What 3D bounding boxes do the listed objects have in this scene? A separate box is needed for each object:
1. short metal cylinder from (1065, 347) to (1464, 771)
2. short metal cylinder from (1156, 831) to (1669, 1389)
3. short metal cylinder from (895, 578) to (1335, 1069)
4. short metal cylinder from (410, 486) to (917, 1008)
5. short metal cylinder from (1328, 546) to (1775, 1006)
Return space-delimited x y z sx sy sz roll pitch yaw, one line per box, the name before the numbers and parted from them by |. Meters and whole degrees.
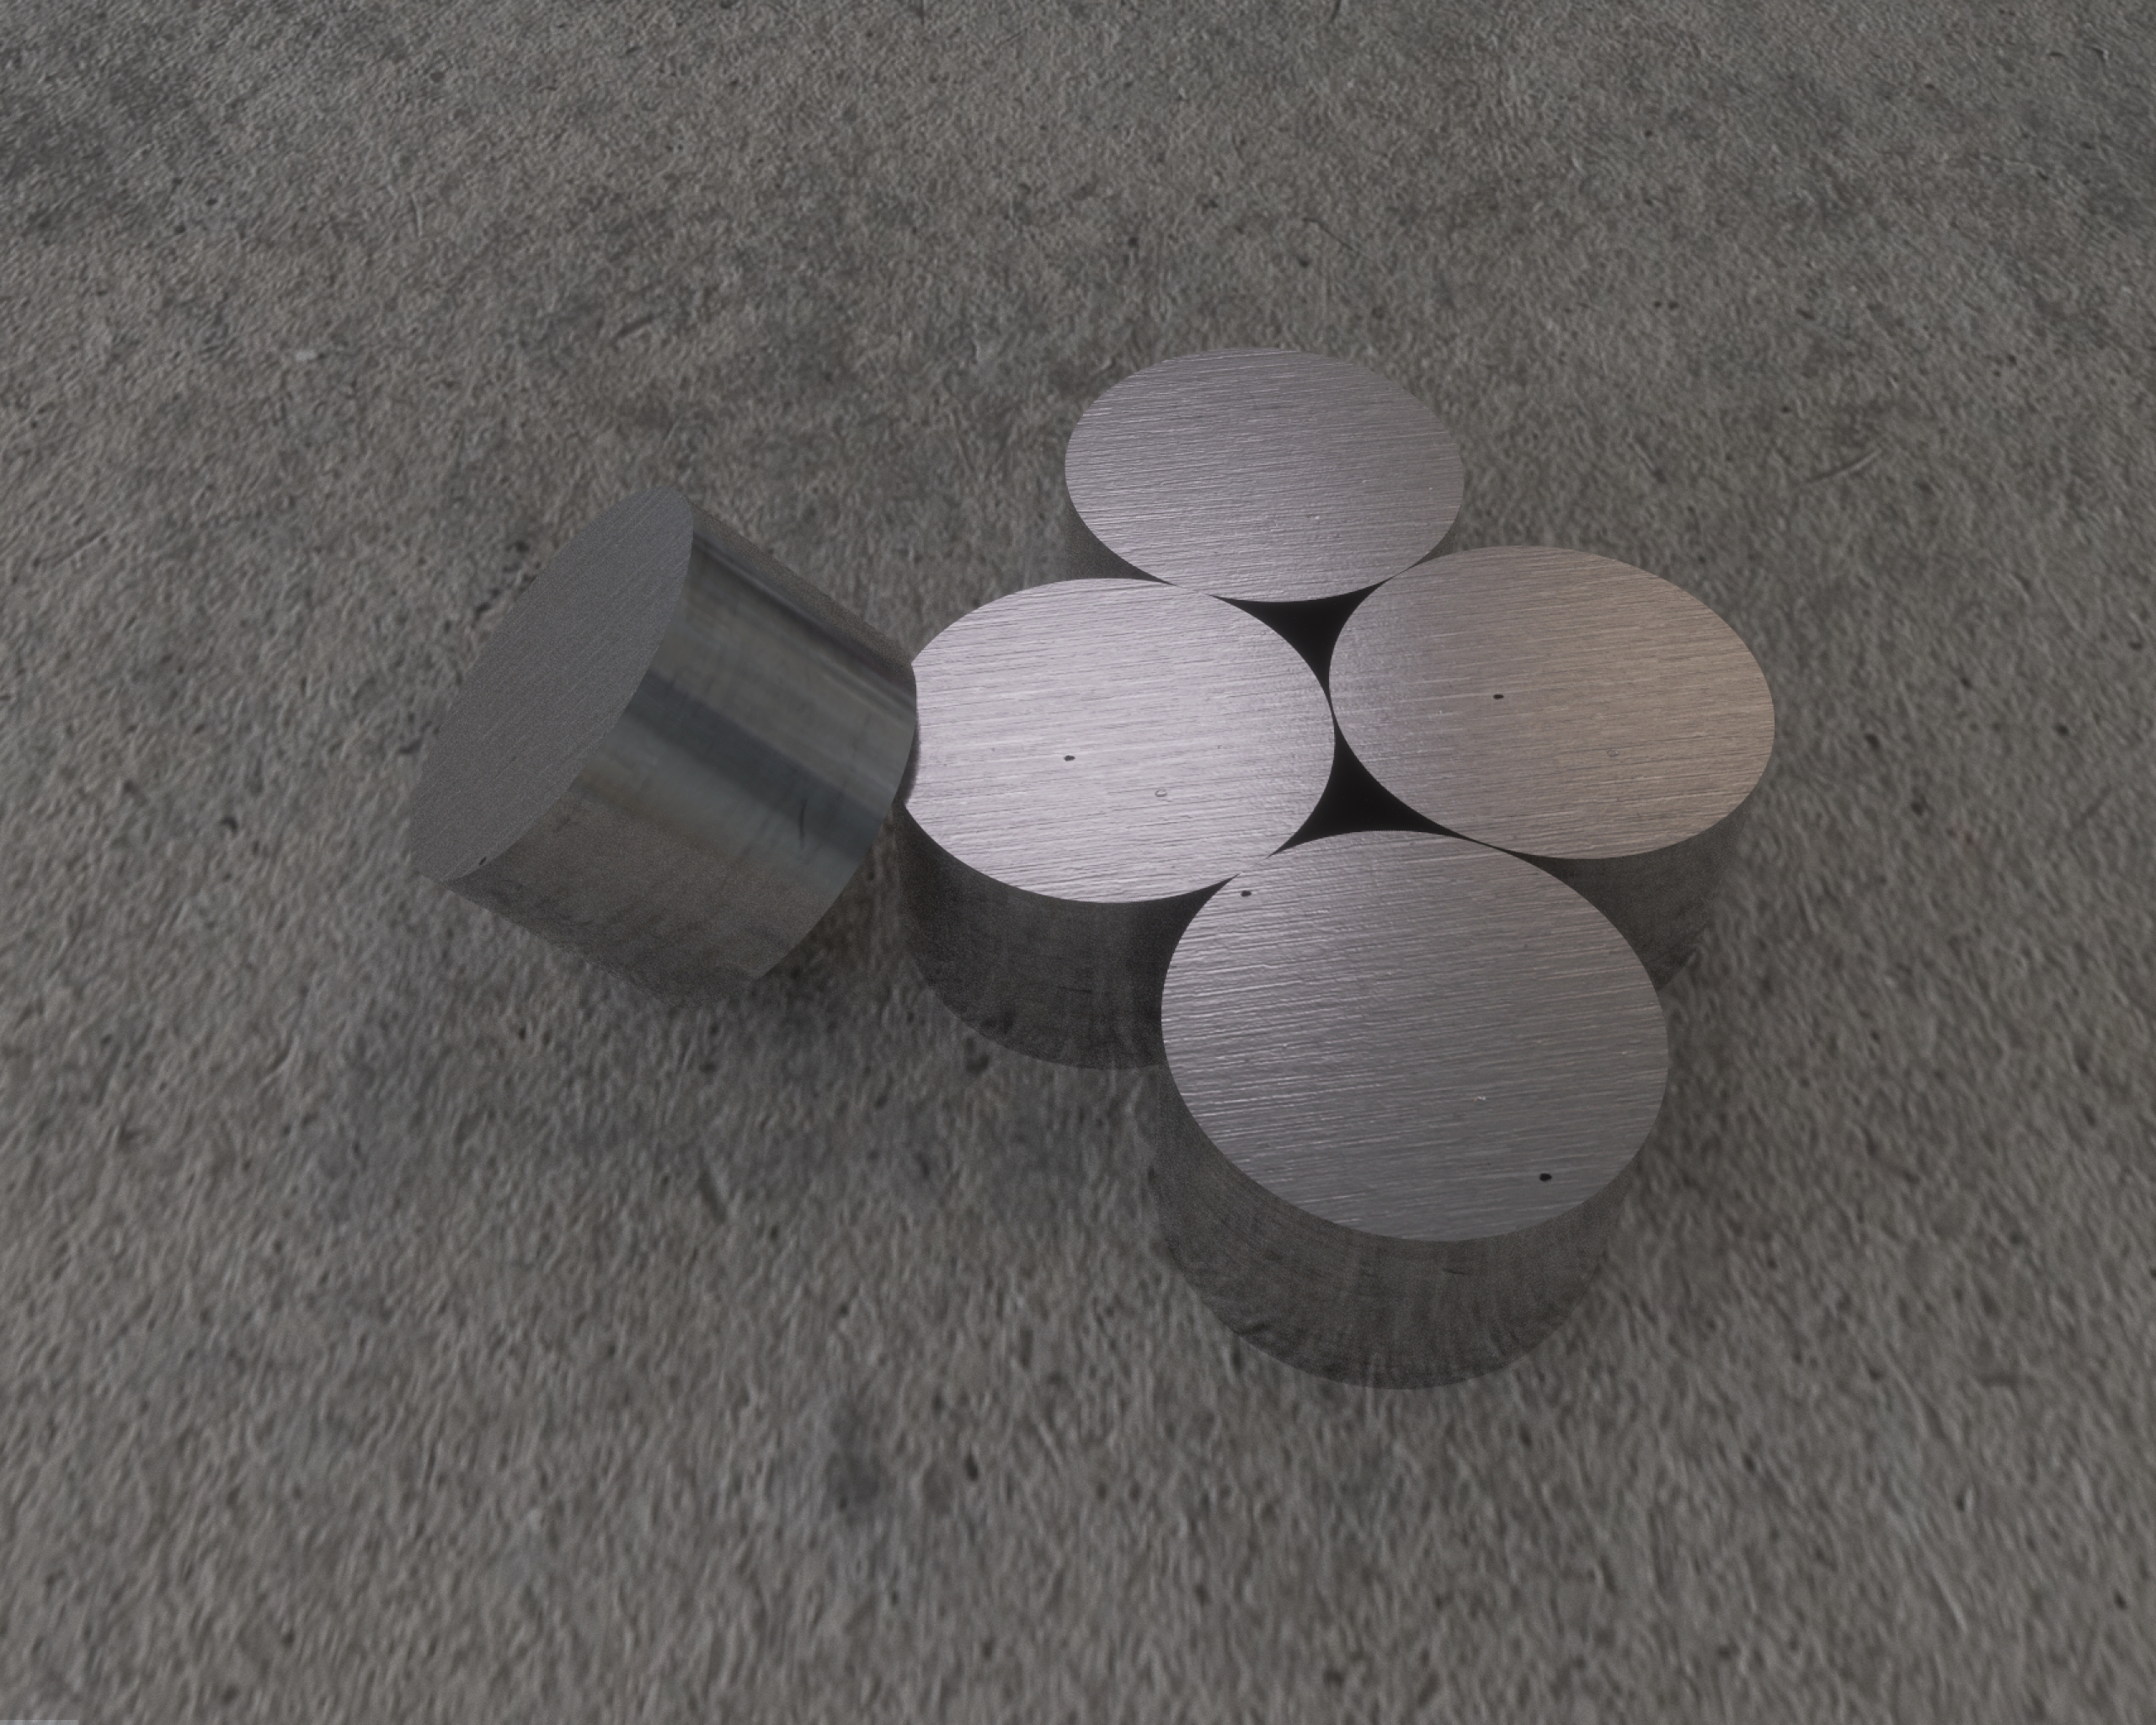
short metal cylinder | 0.038 -0.064 0.441 0.081 0.050 0.080 0 50 0
short metal cylinder | 0.054 0.041 0.353 0.081 0.050 0.080 0 50 0
short metal cylinder | 0.006 -0.008 0.394 0.080 0.050 0.080 0 50 0
short metal cylinder | -0.075 -0.020 0.376 0.080 0.050 0.080 -32 40 32
short metal cylinder | 0.086 -0.015 0.400 0.080 0.050 0.080 0 50 0
